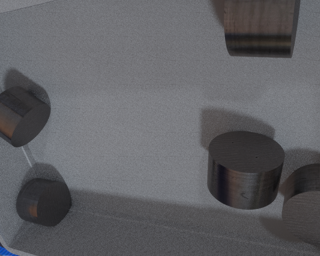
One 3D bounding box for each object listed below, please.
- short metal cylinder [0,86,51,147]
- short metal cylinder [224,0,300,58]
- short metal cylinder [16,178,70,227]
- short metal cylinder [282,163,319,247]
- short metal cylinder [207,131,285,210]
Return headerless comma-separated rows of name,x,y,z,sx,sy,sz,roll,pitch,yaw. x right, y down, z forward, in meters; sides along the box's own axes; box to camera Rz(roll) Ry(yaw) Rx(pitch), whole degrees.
short metal cylinder,-0.217,-0.017,0.477,0.050,0.080,0.079,34,129,6
short metal cylinder,0.090,-0.101,0.263,0.050,0.080,0.079,8,122,24
short metal cylinder,-0.213,0.135,0.569,0.050,0.080,0.079,4,120,26
short metal cylinder,0.183,0.087,0.350,0.080,0.050,0.079,13,124,21
short metal cylinder,0.095,0.045,0.351,0.080,0.080,0.050,11,123,22
